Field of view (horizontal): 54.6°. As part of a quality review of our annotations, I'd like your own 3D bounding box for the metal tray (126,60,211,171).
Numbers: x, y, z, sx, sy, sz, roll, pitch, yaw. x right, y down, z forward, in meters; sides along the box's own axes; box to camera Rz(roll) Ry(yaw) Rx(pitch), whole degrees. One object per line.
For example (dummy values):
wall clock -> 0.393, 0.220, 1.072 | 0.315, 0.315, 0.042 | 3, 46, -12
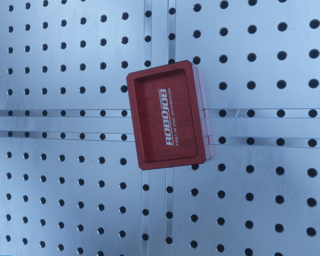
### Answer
metal tray -> 0.010, -0.015, 0.406 | 0.090, 0.030, 0.129 | -9, 87, 19
